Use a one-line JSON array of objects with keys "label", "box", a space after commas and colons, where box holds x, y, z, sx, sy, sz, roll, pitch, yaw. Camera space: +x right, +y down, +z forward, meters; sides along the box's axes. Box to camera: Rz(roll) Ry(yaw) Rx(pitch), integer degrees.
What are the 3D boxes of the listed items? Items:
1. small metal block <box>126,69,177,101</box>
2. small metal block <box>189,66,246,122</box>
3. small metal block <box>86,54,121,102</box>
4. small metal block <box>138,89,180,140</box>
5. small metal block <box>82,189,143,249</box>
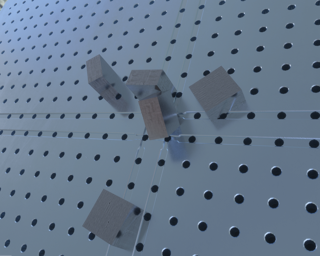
[{"label": "small metal block", "box": [-0.011, -0.056, 0.434, 0.050, 0.050, 0.025, 5, 65, 31]}, {"label": "small metal block", "box": [0.073, -0.044, 0.398, 0.050, 0.025, 0.050, -33, 51, 7]}, {"label": "small metal block", "box": [-0.089, -0.079, 0.489, 0.025, 0.050, 0.050, -25, 53, 13]}, {"label": "small metal block", "box": [0.000, -0.018, 0.390, 0.025, 0.050, 0.050, -11, 12, 23]}, {"label": "small metal block", "box": [-0.057, 0.108, 0.373, 0.050, 0.025, 0.050, 17, 71, 35]}]
